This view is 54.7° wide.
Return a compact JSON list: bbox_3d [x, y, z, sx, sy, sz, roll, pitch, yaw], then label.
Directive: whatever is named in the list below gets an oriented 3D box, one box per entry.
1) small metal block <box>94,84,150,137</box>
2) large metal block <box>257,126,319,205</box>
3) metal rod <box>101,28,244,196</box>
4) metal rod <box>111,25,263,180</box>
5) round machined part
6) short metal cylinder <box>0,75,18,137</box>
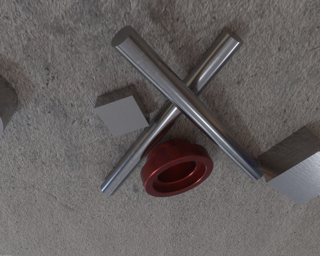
[{"bbox_3d":[-0.046,-0.021,0.389,0.050,0.025,0.050,-17,128,14],"label":"small metal block"},{"bbox_3d":[0.203,0.056,0.441,0.080,0.050,0.080,33,123,-25],"label":"large metal block"},{"bbox_3d":[-0.002,0.000,0.406,0.025,0.025,0.298,26,125,-21],"label":"metal rod"},{"bbox_3d":[0.055,-0.008,0.373,0.025,0.025,0.301,-30,133,23],"label":"metal rod"},{"bbox_3d":[0.020,0.051,0.427,0.099,0.042,0.097,-15,143,-11],"label":"round machined part"},{"bbox_3d":[-0.218,-0.025,0.366,0.081,0.050,0.079,0,130,0],"label":"short metal cylinder"}]
